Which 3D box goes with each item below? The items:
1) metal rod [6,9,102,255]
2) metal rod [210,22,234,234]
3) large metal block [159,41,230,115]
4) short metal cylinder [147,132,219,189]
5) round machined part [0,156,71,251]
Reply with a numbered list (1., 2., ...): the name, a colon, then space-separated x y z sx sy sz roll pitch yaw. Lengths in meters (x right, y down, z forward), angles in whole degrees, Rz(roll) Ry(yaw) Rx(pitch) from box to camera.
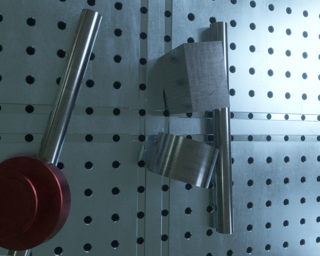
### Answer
1. metal rod: -0.123 0.003 0.367 0.025 0.025 0.299 17 84 -20
2. metal rod: 0.089 0.000 0.446 0.025 0.025 0.298 -2 91 -20
3. large metal block: 0.042 -0.061 0.400 0.050 0.080 0.079 -9 94 -20
4. short metal cylinder: 0.030 0.041 0.396 0.081 0.080 0.050 19 84 -20
5. round machined part: -0.149 0.079 0.326 0.098 0.042 0.097 -1 82 9
